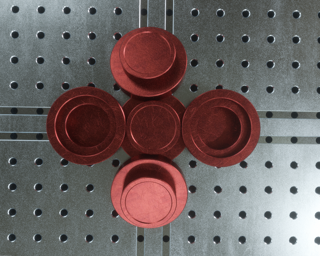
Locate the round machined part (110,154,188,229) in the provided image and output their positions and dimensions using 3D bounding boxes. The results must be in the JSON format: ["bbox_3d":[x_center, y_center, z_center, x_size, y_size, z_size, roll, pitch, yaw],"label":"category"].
[{"bbox_3d":[-0.014,0.085,0.393,0.099,0.042,0.097,0,105,0],"label":"round machined part"}]

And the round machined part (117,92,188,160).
[{"bbox_3d":[-0.008,-0.001,0.404,0.099,0.042,0.097,0,90,-1],"label":"round machined part"}]

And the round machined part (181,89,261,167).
[{"bbox_3d":[0.076,0.000,0.405,0.099,0.042,0.097,0,90,-1],"label":"round machined part"}]

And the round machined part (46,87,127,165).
[{"bbox_3d":[-0.092,-0.003,0.403,0.099,0.042,0.097,0,90,-1],"label":"round machined part"}]

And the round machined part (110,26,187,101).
[{"bbox_3d":[-0.015,-0.086,0.393,0.099,0.042,0.098,0,76,1],"label":"round machined part"}]
